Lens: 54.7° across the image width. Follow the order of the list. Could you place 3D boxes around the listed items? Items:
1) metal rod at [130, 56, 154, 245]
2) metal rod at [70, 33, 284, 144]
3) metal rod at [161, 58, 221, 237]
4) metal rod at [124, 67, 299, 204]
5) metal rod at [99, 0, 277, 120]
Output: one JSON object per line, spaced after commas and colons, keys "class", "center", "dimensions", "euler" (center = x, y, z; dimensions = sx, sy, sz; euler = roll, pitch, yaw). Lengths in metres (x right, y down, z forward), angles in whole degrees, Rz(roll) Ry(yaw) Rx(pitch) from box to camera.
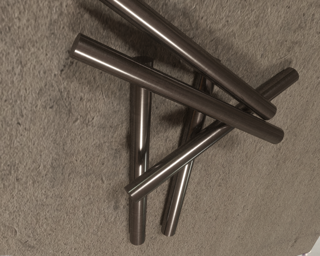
{"class": "metal rod", "center": [-0.028, 0.051, 0.424], "dimensions": [0.025, 0.025, 0.298], "euler": [-11, 123, -23]}
{"class": "metal rod", "center": [0.043, -0.034, 0.367], "dimensions": [0.302, 0.025, 0.025], "euler": [20, 108, -30]}
{"class": "metal rod", "center": [0.039, 0.043, 0.456], "dimensions": [0.025, 0.025, 0.298], "euler": [-4, 120, -27]}
{"class": "metal rod", "center": [0.081, 0.001, 0.425], "dimensions": [0.302, 0.025, 0.025], "euler": [-35, 130, -17]}
{"class": "metal rod", "center": [0.035, -0.084, 0.350], "dimensions": [0.301, 0.025, 0.025], "euler": [29, 102, -30]}
